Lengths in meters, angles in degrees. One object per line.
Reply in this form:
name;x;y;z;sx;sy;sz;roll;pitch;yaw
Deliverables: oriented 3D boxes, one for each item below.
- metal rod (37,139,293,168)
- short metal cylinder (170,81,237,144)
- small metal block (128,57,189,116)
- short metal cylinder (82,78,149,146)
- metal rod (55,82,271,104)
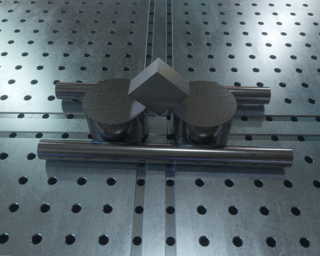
metal rod;0.005;0.031;0.377;0.302;0.025;0.025;2;50;1
short metal cylinder;0.054;-0.016;0.401;0.081;0.050;0.080;0;50;0
small metal block;-0.001;-0.047;0.366;0.050;0.050;0.025;33;42;-30
short metal cylinder;-0.055;-0.019;0.403;0.081;0.050;0.080;0;50;0
metal rod;0.004;-0.050;0.445;0.302;0.025;0.025;2;50;1
